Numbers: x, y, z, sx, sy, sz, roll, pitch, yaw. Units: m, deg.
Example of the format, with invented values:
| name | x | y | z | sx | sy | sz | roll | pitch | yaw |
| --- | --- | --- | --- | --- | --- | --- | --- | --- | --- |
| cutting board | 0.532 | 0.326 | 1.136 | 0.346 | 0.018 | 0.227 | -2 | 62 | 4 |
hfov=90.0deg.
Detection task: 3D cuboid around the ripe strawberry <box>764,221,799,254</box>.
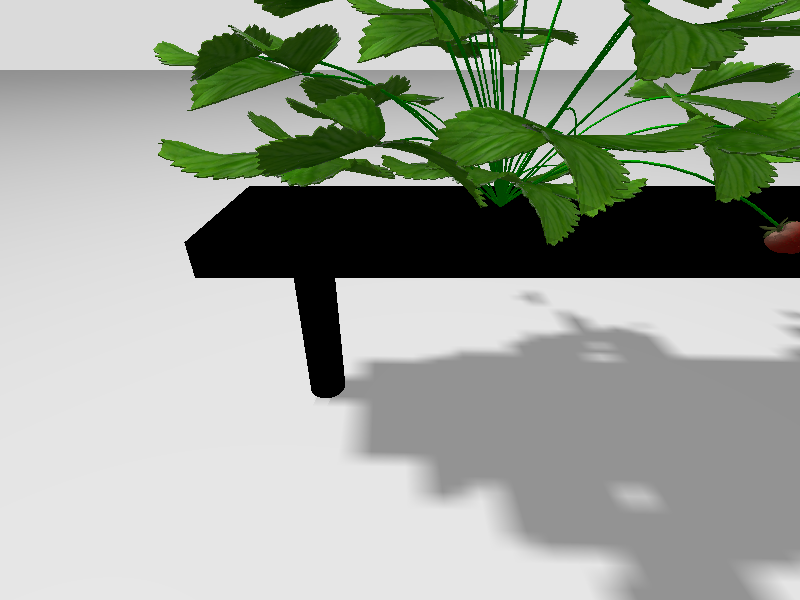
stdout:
| name | x | y | z | sx | sy | sz | roll | pitch | yaw |
| --- | --- | --- | --- | --- | --- | --- | --- | --- | --- |
| ripe strawberry | 0.260 | -0.040 | 0.268 | 0.020 | 0.022 | 0.022 | -42 | -4 | -47 |
